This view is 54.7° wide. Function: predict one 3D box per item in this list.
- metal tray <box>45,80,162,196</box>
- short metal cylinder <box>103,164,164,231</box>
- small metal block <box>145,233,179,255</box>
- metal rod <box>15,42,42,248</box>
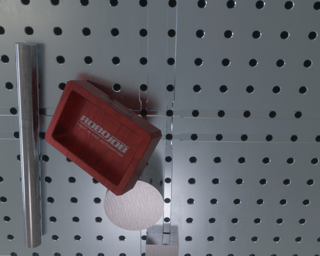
[{"bbox_3d":[-0.073,0.010,0.383,0.130,0.030,0.089,34,108,16],"label":"metal tray"},{"bbox_3d":[-0.035,0.095,0.435,0.081,0.050,0.079,0,111,0],"label":"short metal cylinder"},{"bbox_3d":[0.003,0.195,0.485,0.050,0.025,0.050,3,110,-1],"label":"small metal block"},{"bbox_3d":[-0.178,0.037,0.425,0.025,0.025,0.298,6,110,-2],"label":"metal rod"}]
